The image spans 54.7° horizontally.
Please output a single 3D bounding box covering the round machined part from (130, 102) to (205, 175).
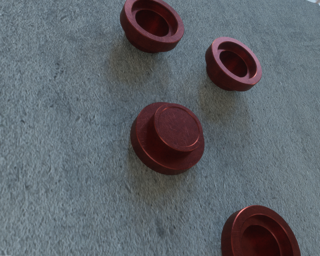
[{"bbox_3d":[0.015,0.007,0.397,0.099,0.042,0.098,14,56,-21],"label":"round machined part"}]

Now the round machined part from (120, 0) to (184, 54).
[{"bbox_3d":[-0.015,-0.155,0.479,0.099,0.042,0.098,14,56,-21],"label":"round machined part"}]

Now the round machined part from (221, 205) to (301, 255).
[{"bbox_3d":[0.113,0.145,0.365,0.099,0.042,0.098,14,56,-21],"label":"round machined part"}]

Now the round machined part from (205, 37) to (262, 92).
[{"bbox_3d":[0.117,-0.101,0.517,0.099,0.042,0.098,14,56,-21],"label":"round machined part"}]
